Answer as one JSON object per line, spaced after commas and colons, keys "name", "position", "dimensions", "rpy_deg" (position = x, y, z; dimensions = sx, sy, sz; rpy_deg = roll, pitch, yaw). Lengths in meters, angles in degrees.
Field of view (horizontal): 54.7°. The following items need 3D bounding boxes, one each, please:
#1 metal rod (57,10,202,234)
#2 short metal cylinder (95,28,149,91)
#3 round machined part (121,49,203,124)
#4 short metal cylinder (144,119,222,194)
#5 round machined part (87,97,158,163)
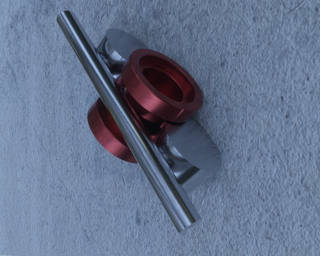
{"name": "metal rod", "position": [-0.047, -0.026, 0.339], "dimensions": [0.025, 0.025, 0.299], "rpy_deg": [-47, 62, 29]}
{"name": "short metal cylinder", "position": [-0.049, -0.085, 0.408], "dimensions": [0.050, 0.081, 0.080], "rpy_deg": [-46, 63, 30]}
{"name": "round machined part", "position": [-0.002, -0.043, 0.359], "dimensions": [0.042, 0.099, 0.098], "rpy_deg": [-49, 61, 34]}
{"name": "short metal cylinder", "position": [0.023, 0.030, 0.350], "dimensions": [0.050, 0.081, 0.080], "rpy_deg": [-46, 63, 30]}
{"name": "round machined part", "position": [-0.037, -0.008, 0.385], "dimensions": [0.042, 0.099, 0.098], "rpy_deg": [-45, 64, 26]}
